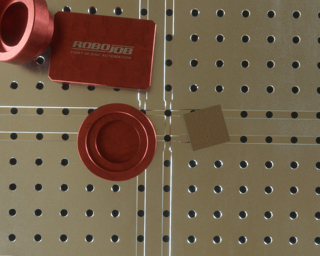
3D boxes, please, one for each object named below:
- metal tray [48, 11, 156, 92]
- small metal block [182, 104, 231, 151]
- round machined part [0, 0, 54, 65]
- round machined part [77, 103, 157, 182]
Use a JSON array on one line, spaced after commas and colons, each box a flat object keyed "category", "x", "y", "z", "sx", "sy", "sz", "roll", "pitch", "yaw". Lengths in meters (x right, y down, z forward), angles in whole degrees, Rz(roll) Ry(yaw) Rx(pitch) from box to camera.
[{"category": "metal tray", "x": -0.074, "y": -0.099, "z": 0.410, "sx": 0.131, "sy": 0.030, "sz": 0.089, "roll": 5, "pitch": 90, "yaw": -1}, {"category": "small metal block", "x": 0.061, "y": 0.000, "z": 0.414, "sx": 0.050, "sy": 0.025, "sz": 0.050, "roll": -16, "pitch": 90, "yaw": -1}, {"category": "round machined part", "x": -0.174, "y": -0.127, "z": 0.389, "sx": 0.098, "sy": 0.042, "sz": 0.097, "roll": -1, "pitch": 87, "yaw": 28}, {"category": "round machined part", "x": -0.054, "y": 0.018, "z": 0.404, "sx": 0.099, "sy": 0.042, "sz": 0.097, "roll": 0, "pitch": 90, "yaw": -1}]
